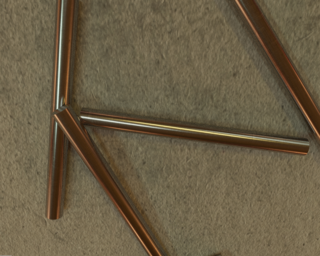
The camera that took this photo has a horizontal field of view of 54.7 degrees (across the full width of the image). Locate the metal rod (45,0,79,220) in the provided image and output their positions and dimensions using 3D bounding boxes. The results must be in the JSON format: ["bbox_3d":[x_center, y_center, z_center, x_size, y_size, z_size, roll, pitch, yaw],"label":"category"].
[{"bbox_3d":[-0.130,-0.011,0.403,0.025,0.025,0.298,9,110,-4],"label":"metal rod"}]

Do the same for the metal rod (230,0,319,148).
[{"bbox_3d":[0.153,-0.075,0.384,0.025,0.025,0.300,-35,107,12],"label":"metal rod"}]

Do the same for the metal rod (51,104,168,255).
[{"bbox_3d":[-0.056,0.099,0.432,0.025,0.025,0.299,-24,114,8],"label":"metal rod"}]

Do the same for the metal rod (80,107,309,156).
[{"bbox_3d":[0.047,0.006,0.412,0.302,0.025,0.025,8,110,-4],"label":"metal rod"}]
